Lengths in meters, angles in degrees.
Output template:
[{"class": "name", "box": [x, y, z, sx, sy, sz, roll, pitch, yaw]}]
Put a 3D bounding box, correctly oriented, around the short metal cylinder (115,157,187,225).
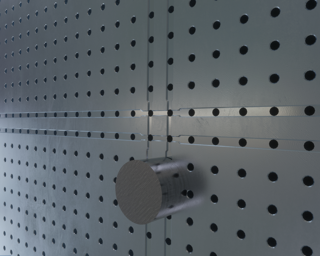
[{"class": "short metal cylinder", "box": [-0.012, 0.079, 0.404, 0.080, 0.050, 0.080, 0, 90, 40]}]
